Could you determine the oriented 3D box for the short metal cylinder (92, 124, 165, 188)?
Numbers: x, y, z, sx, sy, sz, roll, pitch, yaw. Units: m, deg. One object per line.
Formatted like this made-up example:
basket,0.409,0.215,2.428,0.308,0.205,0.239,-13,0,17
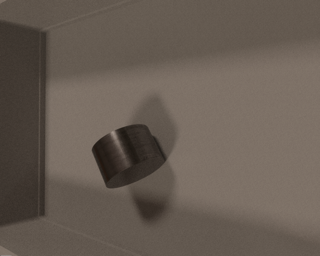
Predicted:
short metal cylinder,-0.041,0.038,0.403,0.080,0.081,0.050,-40,66,32
